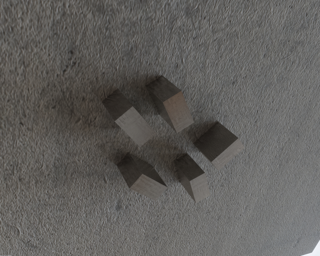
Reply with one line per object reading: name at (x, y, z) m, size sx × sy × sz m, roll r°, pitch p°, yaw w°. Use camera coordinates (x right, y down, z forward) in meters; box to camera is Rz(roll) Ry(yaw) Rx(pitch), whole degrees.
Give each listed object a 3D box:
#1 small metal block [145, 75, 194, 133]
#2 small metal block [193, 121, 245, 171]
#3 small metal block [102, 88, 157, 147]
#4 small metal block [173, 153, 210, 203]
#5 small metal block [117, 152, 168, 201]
small metal block at (0.012, -0.029, 0.379) m, size 0.025 × 0.050 × 0.050 m, roll -32°, pitch 129°, yaw -7°
small metal block at (0.085, 0.026, 0.453) m, size 0.050 × 0.050 × 0.025 m, roll -41°, pitch 130°, yaw 0°
small metal block at (-0.036, -0.012, 0.363) m, size 0.025 × 0.050 × 0.050 m, roll -41°, pitch 130°, yaw -1°
small metal block at (0.047, 0.075, 0.463) m, size 0.025 × 0.050 × 0.050 m, roll -27°, pitch 128°, yaw -12°
small metal block at (-0.024, 0.065, 0.418) m, size 0.025 × 0.050 × 0.050 m, roll -49°, pitch 129°, yaw 6°
